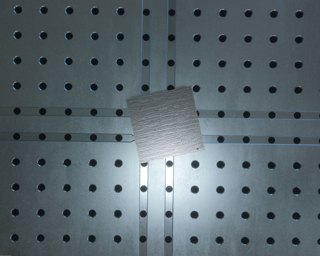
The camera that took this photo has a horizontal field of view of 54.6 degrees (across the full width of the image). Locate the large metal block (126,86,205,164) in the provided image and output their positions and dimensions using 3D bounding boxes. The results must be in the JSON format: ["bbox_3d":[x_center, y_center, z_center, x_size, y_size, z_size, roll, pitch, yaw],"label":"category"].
[{"bbox_3d":[0.007,-0.004,0.400,0.080,0.050,0.080,-12,90,0],"label":"large metal block"}]
